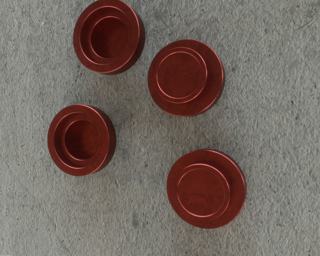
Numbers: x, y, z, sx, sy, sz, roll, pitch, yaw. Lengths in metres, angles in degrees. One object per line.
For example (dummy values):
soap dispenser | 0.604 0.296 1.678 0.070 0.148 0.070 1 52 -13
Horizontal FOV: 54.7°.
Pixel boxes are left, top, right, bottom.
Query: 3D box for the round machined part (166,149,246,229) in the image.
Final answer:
round machined part | 0.054 0.075 0.381 0.098 0.042 0.097 0 90 20

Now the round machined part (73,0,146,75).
round machined part | -0.065 -0.121 0.423 0.098 0.042 0.097 0 90 20

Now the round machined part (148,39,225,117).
round machined part | 0.030 -0.063 0.389 0.098 0.042 0.097 0 90 20

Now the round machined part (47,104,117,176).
round machined part | -0.105 0.016 0.437 0.098 0.042 0.097 0 90 20
